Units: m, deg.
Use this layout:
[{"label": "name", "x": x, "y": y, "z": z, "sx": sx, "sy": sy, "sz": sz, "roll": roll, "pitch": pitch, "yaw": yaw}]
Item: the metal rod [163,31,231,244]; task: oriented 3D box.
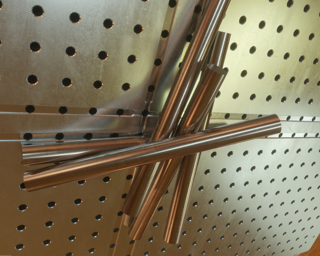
[{"label": "metal rod", "x": 0.046, "y": 0.023, "z": 0.420, "sx": 0.025, "sy": 0.025, "sz": 0.298, "roll": 3, "pitch": 107, "yaw": -30}]

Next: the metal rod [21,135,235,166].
[{"label": "metal rod", "x": -0.020, "y": 0.022, "z": 0.415, "sx": 0.303, "sy": 0.025, "sz": 0.025, "roll": -4, "pitch": 120, "yaw": -27}]

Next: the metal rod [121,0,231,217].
[{"label": "metal rod", "x": 0.017, "y": -0.024, "z": 0.383, "sx": 0.025, "sy": 0.025, "sz": 0.298, "roll": 15, "pitch": 103, "yaw": -35}]

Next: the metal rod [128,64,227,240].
[{"label": "metal rod", "x": 0.012, "y": 0.052, "z": 0.422, "sx": 0.025, "sy": 0.025, "sz": 0.298, "roll": 4, "pitch": 126, "yaw": -31}]

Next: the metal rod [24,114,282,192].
[{"label": "metal rod", "x": -0.004, "y": 0.028, "z": 0.367, "sx": 0.302, "sy": 0.025, "sz": 0.025, "roll": -13, "pitch": 125, "yaw": -5}]
